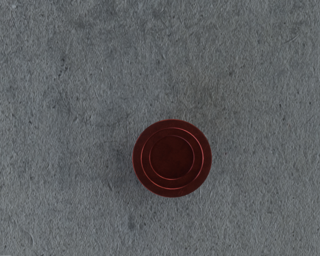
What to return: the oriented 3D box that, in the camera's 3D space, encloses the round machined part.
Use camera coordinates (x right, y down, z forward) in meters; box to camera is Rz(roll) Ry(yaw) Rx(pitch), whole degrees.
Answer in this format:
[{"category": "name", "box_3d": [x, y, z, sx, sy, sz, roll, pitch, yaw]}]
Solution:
[{"category": "round machined part", "box_3d": [0.015, 0.037, 0.403, 0.099, 0.042, 0.097, 0, 90, -1]}]
